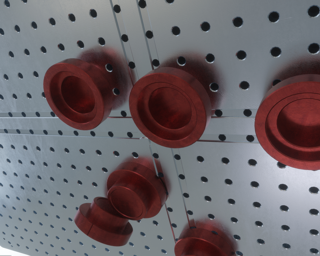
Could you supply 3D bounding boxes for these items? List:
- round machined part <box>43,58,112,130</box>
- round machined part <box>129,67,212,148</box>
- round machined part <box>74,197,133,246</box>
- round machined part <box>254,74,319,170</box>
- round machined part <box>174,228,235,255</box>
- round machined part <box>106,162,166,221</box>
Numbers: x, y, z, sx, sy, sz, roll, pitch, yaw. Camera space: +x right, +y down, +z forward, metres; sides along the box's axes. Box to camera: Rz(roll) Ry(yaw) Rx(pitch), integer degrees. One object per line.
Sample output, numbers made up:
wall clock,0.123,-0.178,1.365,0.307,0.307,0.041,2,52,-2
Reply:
round machined part,-0.107,-0.049,0.427,0.098,0.042,0.097,13,124,21
round machined part,0.015,-0.028,0.376,0.098,0.042,0.097,13,124,21
round machined part,-0.088,0.150,0.517,0.098,0.098,0.042,27,92,11
round machined part,0.150,-0.009,0.316,0.098,0.042,0.097,13,124,21
round machined part,0.068,0.212,0.496,0.098,0.042,0.097,13,124,21
round machined part,-0.043,0.106,0.489,0.098,0.042,0.097,13,124,21
